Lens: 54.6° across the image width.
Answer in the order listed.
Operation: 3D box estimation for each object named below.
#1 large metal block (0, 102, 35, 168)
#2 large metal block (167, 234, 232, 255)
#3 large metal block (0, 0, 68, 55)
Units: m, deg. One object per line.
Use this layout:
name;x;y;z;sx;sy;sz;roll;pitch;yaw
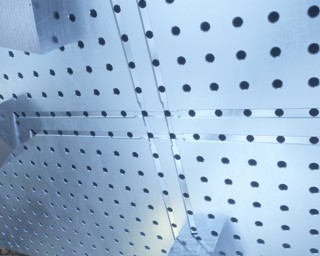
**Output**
large metal block;-0.285;0.014;0.556;0.080;0.050;0.080;48;129;-6
large metal block;0.069;0.218;0.494;0.080;0.050;0.080;-16;110;34
large metal block;-0.173;-0.146;0.397;0.080;0.050;0.079;15;125;20
